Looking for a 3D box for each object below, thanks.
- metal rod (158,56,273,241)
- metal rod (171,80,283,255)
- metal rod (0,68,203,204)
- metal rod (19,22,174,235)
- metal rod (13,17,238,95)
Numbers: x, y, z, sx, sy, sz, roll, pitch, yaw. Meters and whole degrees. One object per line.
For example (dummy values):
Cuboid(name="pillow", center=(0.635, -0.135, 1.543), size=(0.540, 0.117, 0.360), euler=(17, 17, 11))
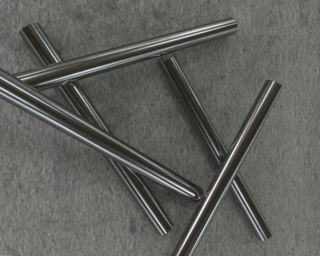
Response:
Cuboid(name="metal rod", center=(0.084, 0.036, 0.441), size=(0.025, 0.025, 0.299), euler=(-34, 101, -17))
Cuboid(name="metal rod", center=(0.084, 0.072, 0.418), size=(0.025, 0.025, 0.299), euler=(29, 89, -18))
Cuboid(name="metal rod", center=(-0.058, 0.020, 0.355), size=(0.301, 0.025, 0.025), euler=(34, 79, -30))
Cuboid(name="metal rod", center=(-0.071, 0.010, 0.383), size=(0.025, 0.025, 0.299), euler=(-36, 102, -17))
Cuboid(name="metal rod", center=(-0.023, -0.095, 0.384), size=(0.302, 0.025, 0.025), euler=(-22, 98, -25))
